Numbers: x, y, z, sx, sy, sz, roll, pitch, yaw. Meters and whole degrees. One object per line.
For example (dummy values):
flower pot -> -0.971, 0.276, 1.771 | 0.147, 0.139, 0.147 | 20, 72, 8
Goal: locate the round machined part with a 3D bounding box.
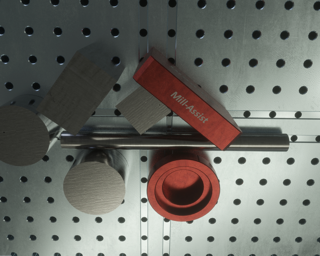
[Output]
round machined part -> 0.031, 0.078, 0.433 | 0.099, 0.042, 0.097 | 0, 110, 0

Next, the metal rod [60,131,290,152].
metal rod -> 0.020, 0.018, 0.420 | 0.302, 0.025, 0.025 | 1, 110, -1

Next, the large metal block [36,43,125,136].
large metal block -> -0.089, -0.048, 0.366 | 0.050, 0.080, 0.080 | 37, 106, -13

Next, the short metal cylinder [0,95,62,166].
short metal cylinder -> -0.174, 0.002, 0.399 | 0.081, 0.050, 0.079 | 0, 110, 0

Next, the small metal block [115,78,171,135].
small metal block -> -0.021, -0.028, 0.403 | 0.050, 0.025, 0.050 | -37, 106, 12

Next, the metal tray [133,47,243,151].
metal tray -> 0.031, -0.037, 0.365 | 0.130, 0.090, 0.030 | 38, 106, -13

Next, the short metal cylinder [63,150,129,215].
short metal cylinder -> -0.085, 0.071, 0.425 | 0.081, 0.050, 0.079 | 0, 110, 0
